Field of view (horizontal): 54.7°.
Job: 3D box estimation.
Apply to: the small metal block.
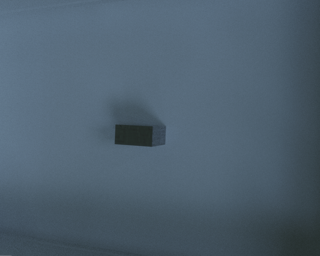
[{"bbox_3d":[-0.024,0.009,0.405,0.050,0.050,0.025,3,91,19],"label":"small metal block"}]
